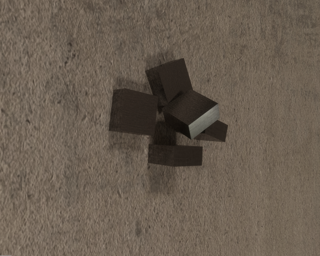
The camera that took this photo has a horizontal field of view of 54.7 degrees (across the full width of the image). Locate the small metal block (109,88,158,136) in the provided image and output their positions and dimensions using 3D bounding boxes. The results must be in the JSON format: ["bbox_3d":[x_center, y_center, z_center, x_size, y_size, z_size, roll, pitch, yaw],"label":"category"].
[{"bbox_3d":[-0.032,-0.018,0.380,0.050,0.025,0.050,10,84,-40],"label":"small metal block"}]

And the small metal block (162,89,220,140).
[{"bbox_3d":[0.039,-0.019,0.396,0.050,0.050,0.025,-36,137,-21],"label":"small metal block"}]

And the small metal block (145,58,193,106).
[{"bbox_3d":[0.014,-0.062,0.418,0.050,0.025,0.050,-29,108,-36],"label":"small metal block"}]

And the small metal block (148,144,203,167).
[{"bbox_3d":[0.020,0.035,0.407,0.050,0.050,0.025,4,88,-40],"label":"small metal block"}]

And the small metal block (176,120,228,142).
[{"bbox_3d":[0.060,0.001,0.438,0.050,0.050,0.025,21,77,-44],"label":"small metal block"}]
